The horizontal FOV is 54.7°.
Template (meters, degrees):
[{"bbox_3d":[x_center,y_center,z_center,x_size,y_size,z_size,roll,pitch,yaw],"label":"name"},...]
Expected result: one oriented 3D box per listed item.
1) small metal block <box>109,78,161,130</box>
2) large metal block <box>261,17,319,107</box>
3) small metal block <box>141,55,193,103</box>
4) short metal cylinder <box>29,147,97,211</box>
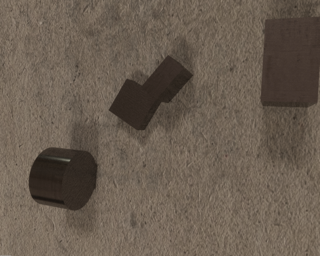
[{"bbox_3d":[-0.033,-0.031,0.420,0.050,0.025,0.050,34,101,16],"label":"small metal block"},{"bbox_3d":[0.138,-0.065,0.331,0.050,0.080,0.079,3,91,20],"label":"large metal block"},{"bbox_3d":[0.011,-0.060,0.391,0.025,0.050,0.050,45,104,14],"label":"small metal block"},{"bbox_3d":[-0.130,0.068,0.424,0.050,0.080,0.079,5,92,19],"label":"short metal cylinder"}]
